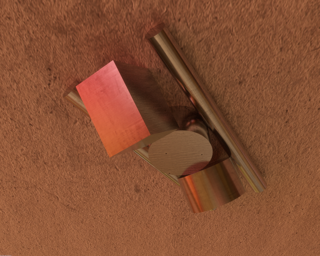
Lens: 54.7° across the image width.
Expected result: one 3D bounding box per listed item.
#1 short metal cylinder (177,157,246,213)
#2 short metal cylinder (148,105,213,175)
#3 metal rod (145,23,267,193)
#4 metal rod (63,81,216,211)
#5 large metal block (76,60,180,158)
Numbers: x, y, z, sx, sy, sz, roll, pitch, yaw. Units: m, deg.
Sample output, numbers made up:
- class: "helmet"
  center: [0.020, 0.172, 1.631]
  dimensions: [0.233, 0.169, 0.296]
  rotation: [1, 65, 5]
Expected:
- class: "short metal cylinder"
  center: [0.071, 0.078, 0.432]
  dimensions: [0.080, 0.080, 0.050]
  rotation: [-25, 84, 19]
- class: "short metal cylinder"
  center: [0.026, 0.017, 0.407]
  dimensions: [0.081, 0.050, 0.079]
  rotation: [0, 130, 0]
- class: "metal rod"
  center: [0.075, -0.005, 0.404]
  dimensions: [0.025, 0.025, 0.300]
  rotation: [-26, 126, 20]
- class: "metal rod"
  center: [-0.010, 0.040, 0.442]
  dimensions: [0.025, 0.025, 0.300]
  rotation: [-33, 123, 25]
- class: "large metal block"
  center: [-0.031, -0.021, 0.334]
  dimensions: [0.050, 0.080, 0.080]
  rotation: [-30, 83, 22]
